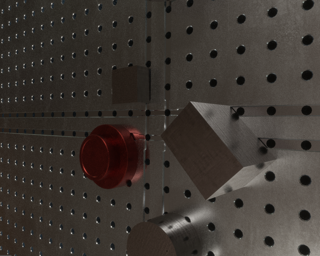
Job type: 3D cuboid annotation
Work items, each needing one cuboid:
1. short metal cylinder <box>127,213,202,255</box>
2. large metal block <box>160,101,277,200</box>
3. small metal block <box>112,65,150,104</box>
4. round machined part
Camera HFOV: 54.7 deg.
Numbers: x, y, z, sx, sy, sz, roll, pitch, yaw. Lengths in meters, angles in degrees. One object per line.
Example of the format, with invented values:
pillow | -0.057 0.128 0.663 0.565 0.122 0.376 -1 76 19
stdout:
short metal cylinder | 0.005 0.152 0.387 0.080 0.050 0.079 0 90 39
large metal block | 0.061 0.020 0.322 0.050 0.081 0.080 -50 61 28
small metal block | -0.042 -0.059 0.442 0.050 0.025 0.050 -1 89 39
round machined part | -0.084 0.043 0.465 0.098 0.042 0.097 0 90 39
